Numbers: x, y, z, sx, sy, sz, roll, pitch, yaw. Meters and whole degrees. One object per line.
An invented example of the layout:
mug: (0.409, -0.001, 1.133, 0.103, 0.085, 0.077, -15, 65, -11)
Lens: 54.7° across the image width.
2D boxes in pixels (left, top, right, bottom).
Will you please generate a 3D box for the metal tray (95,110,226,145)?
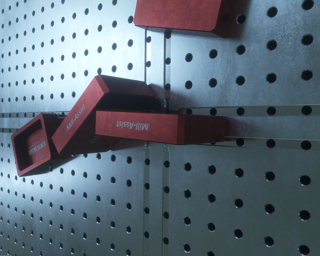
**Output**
metal tray: (-0.001, -0.003, 0.366, 0.130, 0.091, 0.030, 5, 93, 39)

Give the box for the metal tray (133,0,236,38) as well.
metal tray: (0.030, -0.164, 0.380, 0.130, 0.030, 0.089, 19, 102, 38)

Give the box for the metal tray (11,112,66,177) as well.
metal tray: (-0.238, 0.035, 0.598, 0.130, 0.030, 0.090, -26, 74, 36)

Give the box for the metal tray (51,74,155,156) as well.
metal tray: (-0.079, -0.014, 0.429, 0.129, 0.091, 0.030, -46, 63, 30)
